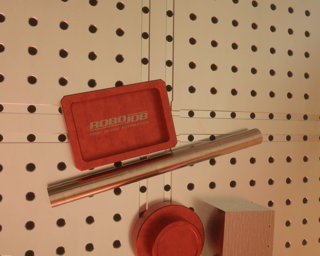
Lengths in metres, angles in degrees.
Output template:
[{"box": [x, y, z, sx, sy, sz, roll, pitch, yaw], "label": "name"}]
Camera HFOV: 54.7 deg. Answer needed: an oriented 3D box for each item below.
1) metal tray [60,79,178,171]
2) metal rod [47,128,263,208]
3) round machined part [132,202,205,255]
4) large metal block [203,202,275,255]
[{"box": [-0.050, -0.006, 0.391, 0.131, 0.030, 0.089, -13, 95, -20], "label": "metal tray"}, {"box": [0.008, 0.047, 0.415, 0.302, 0.025, 0.025, -14, 95, -20], "label": "metal rod"}, {"box": [0.016, 0.151, 0.410, 0.099, 0.042, 0.097, 0, 90, -20], "label": "round machined part"}, {"box": [0.112, 0.152, 0.441, 0.081, 0.050, 0.080, 5, 89, -20], "label": "large metal block"}]
